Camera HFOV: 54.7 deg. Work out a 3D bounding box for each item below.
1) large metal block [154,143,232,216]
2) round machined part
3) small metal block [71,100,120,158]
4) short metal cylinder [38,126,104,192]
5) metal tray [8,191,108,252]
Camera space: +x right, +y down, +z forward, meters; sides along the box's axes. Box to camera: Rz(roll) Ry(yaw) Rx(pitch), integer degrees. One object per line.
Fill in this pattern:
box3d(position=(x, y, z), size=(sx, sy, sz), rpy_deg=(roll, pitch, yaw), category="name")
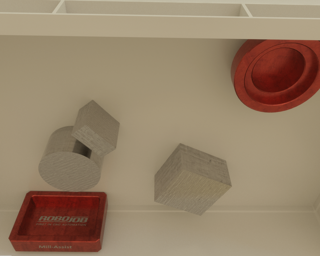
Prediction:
box3d(position=(0.046, 0.078, 0.460), size=(0.080, 0.050, 0.080), rpy_deg=(22, 127, -18), category="large metal block")
box3d(position=(0.128, -0.068, 0.342), size=(0.099, 0.042, 0.097), rpy_deg=(-1, 130, 0), category="round machined part")
box3d(position=(-0.080, 0.001, 0.392), size=(0.025, 0.050, 0.050), rpy_deg=(-31, 124, 23), category="small metal block")
box3d(position=(-0.119, 0.043, 0.428), size=(0.081, 0.050, 0.079), rpy_deg=(0, 130, 0), category="short metal cylinder")
box3d(position=(-0.153, 0.145, 0.487), size=(0.131, 0.090, 0.030), rpy_deg=(1, 130, -2), category="metal tray")
